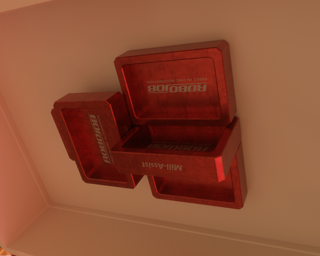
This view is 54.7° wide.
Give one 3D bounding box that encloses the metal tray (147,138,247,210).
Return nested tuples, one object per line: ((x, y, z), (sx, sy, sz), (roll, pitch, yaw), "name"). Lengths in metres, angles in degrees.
((0.045, 0.057, 0.414), (0.130, 0.030, 0.089), (1, 119, 27), "metal tray")

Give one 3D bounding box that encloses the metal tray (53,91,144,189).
((-0.079, 0.017, 0.414), (0.090, 0.030, 0.129), (1, 119, 27), "metal tray")

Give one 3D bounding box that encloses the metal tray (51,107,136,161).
((-0.087, 0.006, 0.449), (0.130, 0.030, 0.089), (0, 119, 27), "metal tray")

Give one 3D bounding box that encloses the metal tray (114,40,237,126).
((0.018, -0.049, 0.363), (0.130, 0.030, 0.089), (1, 119, 27), "metal tray")

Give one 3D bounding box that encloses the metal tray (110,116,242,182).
((0.020, 0.019, 0.363), (0.130, 0.090, 0.030), (1, 119, 27), "metal tray")
